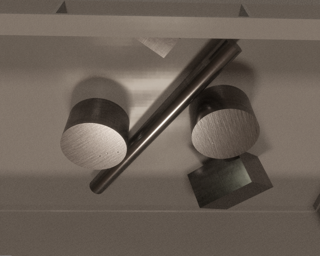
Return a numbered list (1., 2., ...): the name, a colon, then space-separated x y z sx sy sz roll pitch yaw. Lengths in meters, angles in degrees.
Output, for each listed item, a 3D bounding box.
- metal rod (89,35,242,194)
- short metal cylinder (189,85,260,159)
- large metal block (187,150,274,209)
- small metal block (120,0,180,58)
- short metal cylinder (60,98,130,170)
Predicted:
1. metal rod: -0.010 0.001 0.409 0.025 0.025 0.299 29 124 -23
2. short metal cylinder: 0.078 -0.007 0.388 0.081 0.050 0.079 0 130 0
3. large metal block: 0.100 0.075 0.439 0.080 0.050 0.080 -35 148 26
4. small metal block: -0.009 -0.103 0.305 0.050 0.050 0.025 30 124 -24
5. short metal cylinder: -0.081 0.008 0.399 0.081 0.050 0.079 0 130 0
